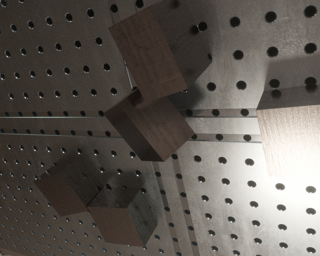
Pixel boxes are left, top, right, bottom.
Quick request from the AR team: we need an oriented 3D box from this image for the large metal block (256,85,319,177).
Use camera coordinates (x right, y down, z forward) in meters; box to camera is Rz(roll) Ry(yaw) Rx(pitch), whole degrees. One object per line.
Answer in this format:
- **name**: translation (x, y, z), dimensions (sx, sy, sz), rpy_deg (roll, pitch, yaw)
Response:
- **large metal block**: translation (0.150, 0.003, 0.318), dimensions (0.080, 0.050, 0.080), rpy_deg (-4, 117, 30)

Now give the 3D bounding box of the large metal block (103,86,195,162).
- **large metal block**: translation (-0.016, -0.006, 0.376), dimensions (0.080, 0.050, 0.080), rpy_deg (52, 160, -10)

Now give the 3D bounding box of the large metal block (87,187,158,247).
- **large metal block**: translation (-0.061, 0.146, 0.516), dimensions (0.080, 0.050, 0.080), rpy_deg (-6, 116, 30)

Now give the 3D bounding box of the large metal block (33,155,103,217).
- **large metal block**: translation (-0.156, 0.102, 0.538), dimensions (0.080, 0.050, 0.080), rpy_deg (-21, 108, 35)

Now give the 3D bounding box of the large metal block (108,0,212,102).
- **large metal block**: translation (0.005, -0.084, 0.320), dimensions (0.050, 0.080, 0.080), rpy_deg (-15, 111, 33)
